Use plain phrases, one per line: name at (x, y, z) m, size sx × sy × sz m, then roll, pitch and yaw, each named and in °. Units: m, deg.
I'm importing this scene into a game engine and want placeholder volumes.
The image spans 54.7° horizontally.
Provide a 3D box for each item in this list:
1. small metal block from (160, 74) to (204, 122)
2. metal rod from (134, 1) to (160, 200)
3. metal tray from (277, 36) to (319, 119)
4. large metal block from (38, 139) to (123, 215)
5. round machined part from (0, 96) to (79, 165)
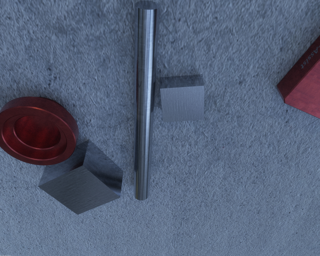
small metal block at (0.027, -0.036, 0.377) m, size 0.050 × 0.025 × 0.050 m, roll -4°, pitch 130°, yaw 3°
metal rod at (-0.021, -0.007, 0.400) m, size 0.025 × 0.025 × 0.298 m, roll 2°, pitch 130°, yaw -2°
metal tray at (0.210, -0.069, 0.347) m, size 0.091 × 0.030 × 0.129 m, roll 20°, pitch 127°, yaw -17°
large metal block at (-0.112, 0.074, 0.452) m, size 0.080 × 0.050 × 0.080 m, roll -26°, pitch 126°, yaw 20°
round machined part at (-0.153, -0.001, 0.394) m, size 0.099 × 0.042 × 0.097 m, roll 0°, pitch 130°, yaw 0°
